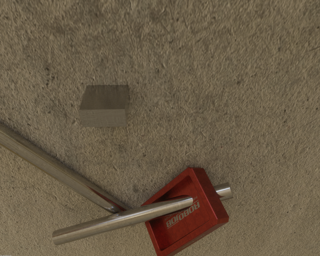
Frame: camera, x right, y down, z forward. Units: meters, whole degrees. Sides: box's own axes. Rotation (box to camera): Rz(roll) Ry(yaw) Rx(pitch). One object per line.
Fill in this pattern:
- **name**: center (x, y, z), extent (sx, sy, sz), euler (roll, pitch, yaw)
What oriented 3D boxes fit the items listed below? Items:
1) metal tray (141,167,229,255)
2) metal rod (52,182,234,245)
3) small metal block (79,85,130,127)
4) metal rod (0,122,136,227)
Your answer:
- **metal tray**: center (0.031, 0.130, 0.473), extent (0.030, 0.090, 0.129), euler (9, 136, -46)
- **metal rod**: center (-0.034, 0.139, 0.492), extent (0.301, 0.025, 0.025), euler (-18, 128, 11)
- **small metal block**: center (-0.064, -0.027, 0.367), extent (0.050, 0.050, 0.025), euler (-1, 130, 0)
- **metal rod**: center (-0.140, 0.074, 0.467), extent (0.025, 0.025, 0.300), euler (-32, 124, 24)
